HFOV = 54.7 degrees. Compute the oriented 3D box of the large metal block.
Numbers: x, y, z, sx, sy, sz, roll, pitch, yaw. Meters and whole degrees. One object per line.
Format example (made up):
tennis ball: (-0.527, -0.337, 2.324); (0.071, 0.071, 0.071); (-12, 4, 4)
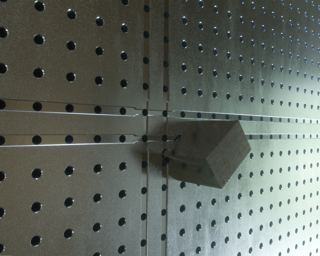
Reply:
large metal block: (0.065, 0.033, 0.431); (0.080, 0.080, 0.050); (-44, 117, -31)
